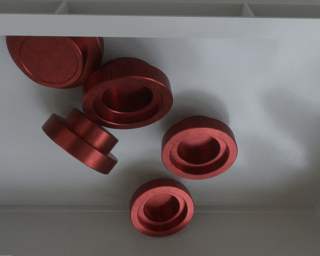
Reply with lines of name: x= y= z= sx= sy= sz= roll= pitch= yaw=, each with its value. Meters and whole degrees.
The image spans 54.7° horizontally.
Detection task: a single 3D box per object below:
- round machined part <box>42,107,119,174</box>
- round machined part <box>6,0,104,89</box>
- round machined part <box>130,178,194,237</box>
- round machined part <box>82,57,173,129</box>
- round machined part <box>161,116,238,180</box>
round machined part: x=-0.090 y=0.011 z=0.382 sx=0.098 sy=0.098 sz=0.042 roll=40 pitch=85 yaw=-29
round machined part: x=-0.112 y=-0.082 z=0.327 sx=0.099 sy=0.042 sz=0.097 roll=0 pitch=130 yaw=0
round machined part: x=0.001 y=0.120 z=0.488 sx=0.099 sy=0.042 sz=0.097 roll=-4 pitch=115 yaw=-8
round machined part: x=-0.037 y=-0.041 z=0.349 sx=0.099 sy=0.042 sz=0.098 roll=-7 pitch=149 yaw=-4
round machined part: x=0.051 y=0.022 z=0.417 sx=0.099 sy=0.042 sz=0.097 roll=0 pitch=130 yaw=0
